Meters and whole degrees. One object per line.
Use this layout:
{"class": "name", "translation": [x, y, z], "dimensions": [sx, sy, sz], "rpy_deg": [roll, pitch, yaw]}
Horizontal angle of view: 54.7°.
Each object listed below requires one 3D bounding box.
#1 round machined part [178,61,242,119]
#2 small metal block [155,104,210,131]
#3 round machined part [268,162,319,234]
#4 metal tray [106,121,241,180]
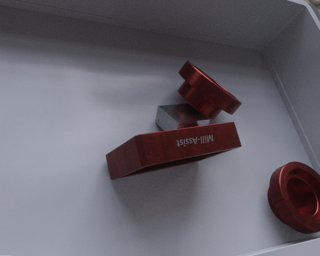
{"class": "round machined part", "translation": [0.064, -0.049, 0.442], "dimensions": [0.098, 0.042, 0.098], "rpy_deg": [35, 15, -10]}
{"class": "small metal block", "translation": [0.029, -0.010, 0.414], "dimensions": [0.050, 0.025, 0.050], "rpy_deg": [-7, 32, -31]}
{"class": "round machined part", "translation": [0.194, 0.101, 0.441], "dimensions": [0.099, 0.042, 0.098], "rpy_deg": [14, 56, -21]}
{"class": "metal tray", "translation": [0.015, 0.026, 0.355], "dimensions": [0.131, 0.090, 0.030], "rpy_deg": [-7, 77, -32]}
